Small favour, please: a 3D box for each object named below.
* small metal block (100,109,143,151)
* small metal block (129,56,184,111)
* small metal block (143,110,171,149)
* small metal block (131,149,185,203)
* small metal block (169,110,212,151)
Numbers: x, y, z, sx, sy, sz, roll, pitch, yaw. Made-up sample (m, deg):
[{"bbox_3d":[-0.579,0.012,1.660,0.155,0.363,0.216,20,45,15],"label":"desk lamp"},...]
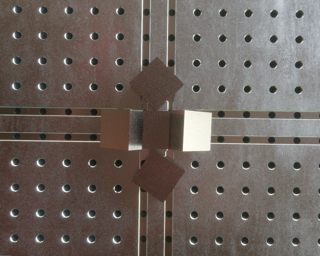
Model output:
[{"bbox_3d":[-0.050,0.001,0.400,0.050,0.025,0.050,3,91,36],"label":"small metal block"},{"bbox_3d":[-0.004,-0.058,0.413,0.050,0.025,0.050,-44,89,-1],"label":"small metal block"},{"bbox_3d":[-0.004,0.002,0.413,0.050,0.025,0.050,1,89,0],"label":"small metal block"},{"bbox_3d":[-0.002,0.062,0.413,0.050,0.025,0.050,34,90,1],"label":"small metal block"},{"bbox_3d":[0.040,0.004,0.400,0.050,0.025,0.050,3,90,-41],"label":"small metal block"}]
